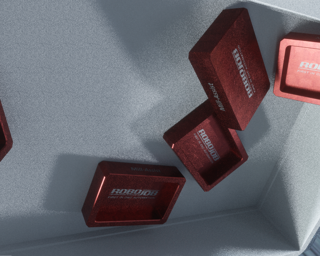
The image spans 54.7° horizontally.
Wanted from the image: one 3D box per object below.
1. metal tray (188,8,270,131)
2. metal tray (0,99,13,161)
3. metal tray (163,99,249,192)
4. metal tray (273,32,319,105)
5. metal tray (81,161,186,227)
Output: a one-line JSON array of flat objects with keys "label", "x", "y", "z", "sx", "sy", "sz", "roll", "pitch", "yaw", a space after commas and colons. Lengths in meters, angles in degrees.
[{"label": "metal tray", "x": 0.094, "y": -0.070, "z": 0.391, "sx": 0.090, "sy": 0.030, "sz": 0.130, "roll": -54, "pitch": 132, "yaw": -22}, {"label": "metal tray", "x": -0.175, "y": 0.014, "z": 0.254, "sx": 0.030, "sy": 0.130, "sz": 0.089, "roll": 2, "pitch": 122, "yaw": 3}, {"label": "metal tray", "x": 0.073, "y": 0.030, "z": 0.465, "sx": 0.090, "sy": 0.030, "sz": 0.130, "roll": -38, "pitch": 130, "yaw": -3}, {"label": "metal tray", "x": 0.229, "y": -0.076, "z": 0.423, "sx": 0.030, "sy": 0.130, "sz": 0.089, "roll": -42, "pitch": 138, "yaw": -41}, {"label": "metal tray", "x": -0.036, "y": 0.097, "z": 0.447, "sx": 0.131, "sy": 0.030, "sz": 0.089, "roll": 9, "pitch": 114, "yaw": -33}]
